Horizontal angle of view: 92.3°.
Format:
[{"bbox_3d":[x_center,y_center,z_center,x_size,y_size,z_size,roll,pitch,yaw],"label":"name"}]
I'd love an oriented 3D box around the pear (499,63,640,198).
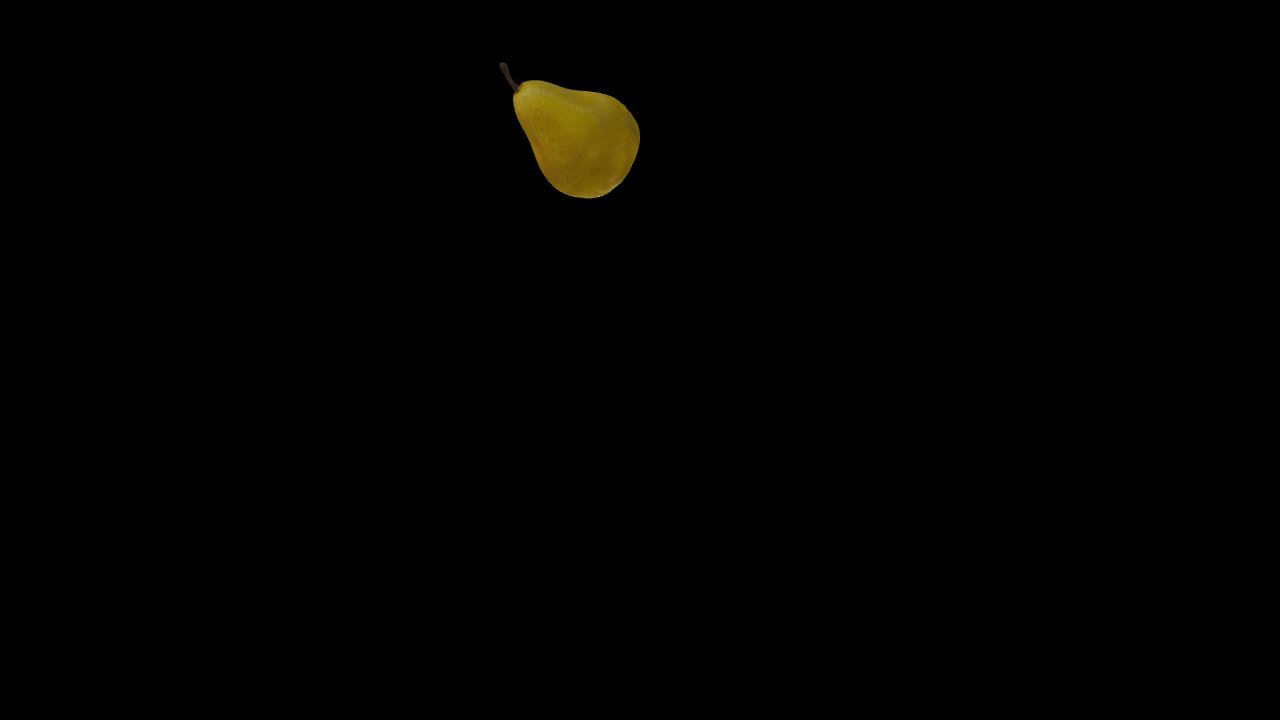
[{"bbox_3d":[-0.058,-0.166,0.441,0.111,0.080,0.080,24,-11,-26],"label":"pear"}]
